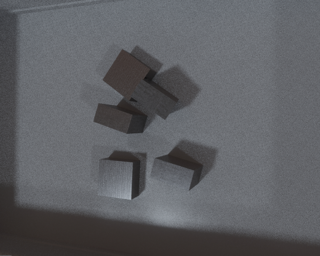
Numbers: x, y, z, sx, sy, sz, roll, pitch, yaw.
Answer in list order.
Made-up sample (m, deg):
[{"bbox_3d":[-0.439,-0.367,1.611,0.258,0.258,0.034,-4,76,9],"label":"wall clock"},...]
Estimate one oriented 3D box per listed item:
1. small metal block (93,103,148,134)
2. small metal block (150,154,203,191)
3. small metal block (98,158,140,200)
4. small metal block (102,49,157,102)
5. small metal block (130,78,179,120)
[{"bbox_3d":[-0.052,-0.012,0.414,0.050,0.050,0.025,19,97,18],"label":"small metal block"},{"bbox_3d":[0.022,0.054,0.389,0.050,0.050,0.025,16,96,19],"label":"small metal block"},{"bbox_3d":[-0.056,0.069,0.429,0.050,0.025,0.050,3,91,19],"label":"small metal block"},{"bbox_3d":[-0.042,-0.071,0.424,0.050,0.025,0.050,38,102,16],"label":"small metal block"},{"bbox_3d":[-0.005,-0.038,0.392,0.050,0.050,0.025,34,102,-1],"label":"small metal block"}]
